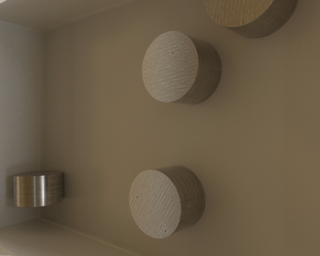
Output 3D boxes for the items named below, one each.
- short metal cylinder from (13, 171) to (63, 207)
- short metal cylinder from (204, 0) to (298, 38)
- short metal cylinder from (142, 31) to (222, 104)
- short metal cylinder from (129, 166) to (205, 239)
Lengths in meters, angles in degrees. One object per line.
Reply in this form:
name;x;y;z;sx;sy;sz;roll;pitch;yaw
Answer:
short metal cylinder;-0.213;0.105;0.543;0.080;0.081;0.050;-3;89;39
short metal cylinder;0.092;-0.137;0.314;0.080;0.050;0.079;0;90;39
short metal cylinder;0.025;-0.069;0.368;0.080;0.050;0.079;0;90;39
short metal cylinder;0.008;0.089;0.382;0.080;0.050;0.079;0;90;39
